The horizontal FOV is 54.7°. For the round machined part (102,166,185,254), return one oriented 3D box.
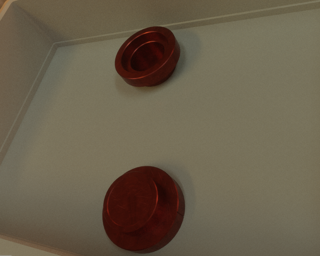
[{"bbox_3d":[-0.025,0.088,0.354,0.098,0.042,0.098,-13,56,21],"label":"round machined part"}]

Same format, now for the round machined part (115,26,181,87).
[{"bbox_3d":[-0.015,-0.101,0.465,0.098,0.042,0.098,-13,56,21],"label":"round machined part"}]
